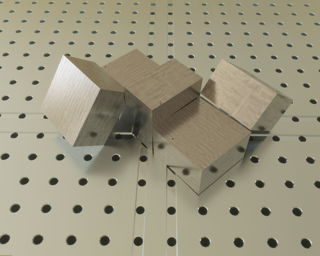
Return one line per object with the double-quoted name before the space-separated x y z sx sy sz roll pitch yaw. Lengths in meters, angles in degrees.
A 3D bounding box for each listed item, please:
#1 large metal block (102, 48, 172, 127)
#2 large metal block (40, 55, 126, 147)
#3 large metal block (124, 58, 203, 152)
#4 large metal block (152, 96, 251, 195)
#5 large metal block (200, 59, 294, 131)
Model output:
"large metal block" -0.038 -0.057 0.439 0.080 0.050 0.080 -35 59 -24
"large metal block" -0.095 -0.033 0.390 0.080 0.080 0.050 42 22 29
"large metal block" 0.004 -0.029 0.396 0.080 0.080 0.050 -35 59 -26
"large metal block" 0.048 0.018 0.376 0.080 0.050 0.080 -34 56 -25
"large metal block" 0.113 -0.040 0.399 0.080 0.050 0.080 42 21 28
